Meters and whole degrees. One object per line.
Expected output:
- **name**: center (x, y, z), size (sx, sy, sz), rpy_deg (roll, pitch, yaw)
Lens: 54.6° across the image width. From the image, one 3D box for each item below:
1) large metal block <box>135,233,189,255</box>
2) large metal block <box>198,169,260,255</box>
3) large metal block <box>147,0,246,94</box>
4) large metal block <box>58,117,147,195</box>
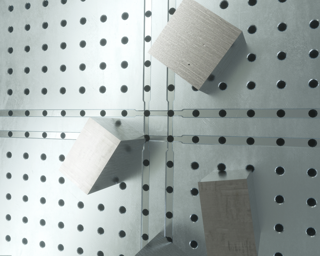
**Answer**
- **large metal block**: center (0.005, 0.187, 0.382), size (0.080, 0.080, 0.050), rpy_deg (34, 101, 17)
- **large metal block**: center (0.082, 0.093, 0.355), size (0.050, 0.080, 0.080), rpy_deg (-8, 87, 20)
- **large metal block**: center (0.046, -0.100, 0.383), size (0.080, 0.050, 0.080), rpy_deg (39, 102, 15)
- **large metal block**: center (-0.072, 0.033, 0.409), size (0.050, 0.080, 0.080), rpy_deg (36, 102, 16)
